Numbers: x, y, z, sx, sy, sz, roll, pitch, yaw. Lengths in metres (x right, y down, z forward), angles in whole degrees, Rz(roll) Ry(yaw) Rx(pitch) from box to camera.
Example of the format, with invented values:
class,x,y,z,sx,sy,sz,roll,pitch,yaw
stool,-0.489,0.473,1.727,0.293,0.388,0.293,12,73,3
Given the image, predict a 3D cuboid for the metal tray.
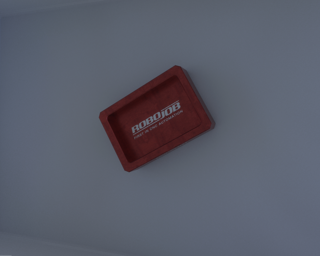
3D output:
class,x,y,z,sx,sy,sz,roll,pitch,yaw
metal tray,-0.006,-0.010,0.407,0.130,0.030,0.090,-30,81,17
